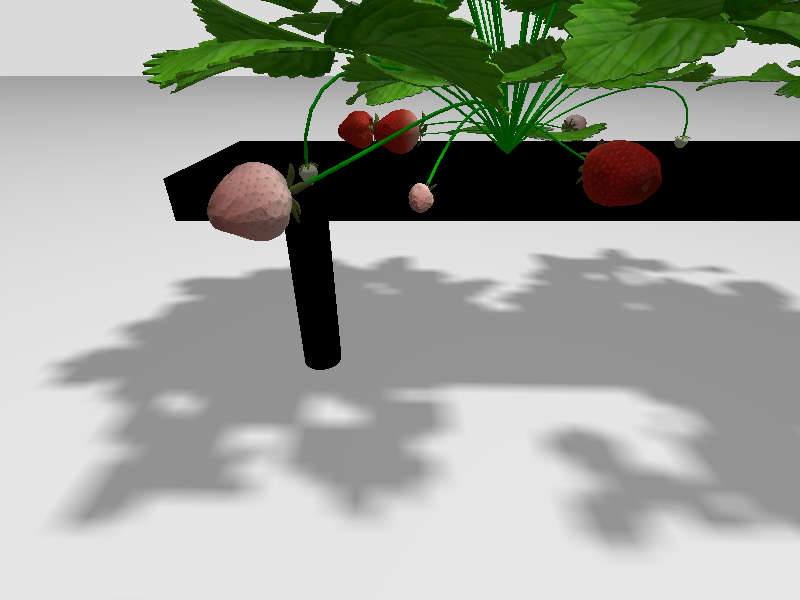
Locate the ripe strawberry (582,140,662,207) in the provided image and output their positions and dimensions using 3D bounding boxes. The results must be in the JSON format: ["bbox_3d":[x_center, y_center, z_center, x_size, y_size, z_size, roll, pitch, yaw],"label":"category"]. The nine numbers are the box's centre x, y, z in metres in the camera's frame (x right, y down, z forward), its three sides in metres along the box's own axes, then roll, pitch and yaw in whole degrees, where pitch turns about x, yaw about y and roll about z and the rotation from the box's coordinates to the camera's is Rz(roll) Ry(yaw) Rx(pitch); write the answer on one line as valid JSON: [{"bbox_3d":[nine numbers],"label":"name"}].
[{"bbox_3d":[0.112,-0.062,0.200,0.037,0.032,0.037,-4,32,-7],"label":"ripe strawberry"}]

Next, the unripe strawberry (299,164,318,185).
[{"bbox_3d":[-0.052,-0.071,0.229,0.011,0.011,0.010,-23,38,-33],"label":"unripe strawberry"}]

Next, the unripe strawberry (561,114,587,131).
[{"bbox_3d":[0.173,-0.171,0.395,0.024,0.023,0.022,-25,39,-36],"label":"unripe strawberry"}]

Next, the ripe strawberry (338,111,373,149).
[{"bbox_3d":[-0.038,-0.147,0.346,0.031,0.030,0.034,4,31,9],"label":"ripe strawberry"}]

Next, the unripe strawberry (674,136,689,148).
[{"bbox_3d":[0.236,-0.132,0.336,0.010,0.010,0.009,-1,31,-2],"label":"unripe strawberry"}]

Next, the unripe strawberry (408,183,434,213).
[{"bbox_3d":[0.010,-0.050,0.198,0.012,0.014,0.014,15,-34,23],"label":"unripe strawberry"}]

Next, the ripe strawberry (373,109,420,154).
[{"bbox_3d":[-0.003,-0.137,0.325,0.038,0.032,0.038,-1,31,0],"label":"ripe strawberry"}]

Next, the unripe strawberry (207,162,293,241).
[{"bbox_3d":[-0.062,-0.039,0.165,0.032,0.033,0.034,22,38,33],"label":"unripe strawberry"}]
